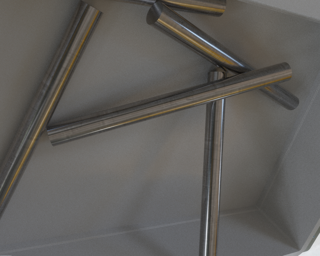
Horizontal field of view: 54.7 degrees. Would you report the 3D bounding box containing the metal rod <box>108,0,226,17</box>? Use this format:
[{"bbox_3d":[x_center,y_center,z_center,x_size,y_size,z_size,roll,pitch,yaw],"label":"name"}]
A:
[{"bbox_3d":[-0.065,-0.136,0.289,0.303,0.025,0.025,-3,120,-28],"label":"metal rod"}]

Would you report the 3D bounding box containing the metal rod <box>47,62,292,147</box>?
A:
[{"bbox_3d":[0.020,-0.032,0.374,0.302,0.025,0.025,-16,126,-10],"label":"metal rod"}]

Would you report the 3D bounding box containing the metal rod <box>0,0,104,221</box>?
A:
[{"bbox_3d":[-0.141,0.006,0.335,0.025,0.025,0.298,21,107,-36],"label":"metal rod"}]

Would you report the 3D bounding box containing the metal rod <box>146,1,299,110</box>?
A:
[{"bbox_3d":[0.104,-0.078,0.407,0.302,0.025,0.025,19,108,-40],"label":"metal rod"}]

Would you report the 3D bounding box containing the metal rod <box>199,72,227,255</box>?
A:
[{"bbox_3d":[0.070,0.075,0.418,0.025,0.025,0.298,0,94,-29],"label":"metal rod"}]
